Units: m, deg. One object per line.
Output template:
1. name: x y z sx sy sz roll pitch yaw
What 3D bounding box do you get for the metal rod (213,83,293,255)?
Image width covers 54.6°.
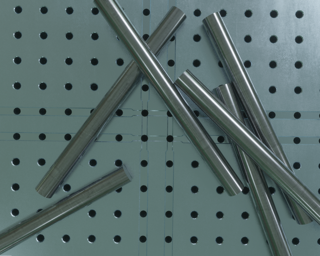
1. metal rod: 0.133 0.085 0.414 0.025 0.025 0.299 -20 90 0

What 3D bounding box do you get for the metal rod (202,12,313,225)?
1. metal rod: 0.131 -0.013 0.414 0.025 0.025 0.299 -25 90 0

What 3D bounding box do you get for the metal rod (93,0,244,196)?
1. metal rod: 0.016 -0.038 0.395 0.025 0.025 0.299 -35 97 0

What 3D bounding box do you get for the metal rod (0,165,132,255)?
1. metal rod: -0.175 0.133 0.412 0.301 0.025 0.025 -29 90 0

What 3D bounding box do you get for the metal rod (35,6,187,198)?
1. metal rod: -0.065 -0.034 0.412 0.025 0.025 0.300 37 90 0

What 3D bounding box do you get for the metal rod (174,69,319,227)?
1. metal rod: 0.133 0.040 0.388 0.300 0.025 0.025 45 90 0
